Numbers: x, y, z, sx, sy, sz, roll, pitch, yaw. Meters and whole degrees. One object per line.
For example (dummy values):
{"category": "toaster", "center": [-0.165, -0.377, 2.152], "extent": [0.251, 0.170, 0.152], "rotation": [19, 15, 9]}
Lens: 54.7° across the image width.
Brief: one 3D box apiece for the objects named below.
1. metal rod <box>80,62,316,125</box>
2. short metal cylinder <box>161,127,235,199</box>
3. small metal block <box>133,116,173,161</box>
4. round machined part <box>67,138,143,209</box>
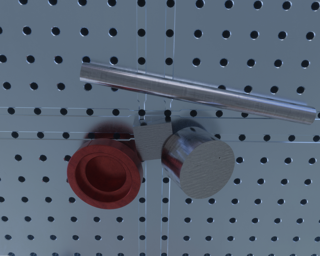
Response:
{"category": "metal rod", "center": [0.051, -0.043, 0.398], "extent": [0.302, 0.025, 0.025], "rotation": [10, 110, -5]}
{"category": "short metal cylinder", "center": [0.049, 0.044, 0.401], "extent": [0.081, 0.050, 0.079], "rotation": [-10, 114, -24]}
{"category": "small metal block", "center": [-0.007, 0.015, 0.419], "extent": [0.050, 0.025, 0.050], "rotation": [-7, 110, 2]}
{"category": "round machined part", "center": [-0.071, 0.058, 0.420], "extent": [0.099, 0.042, 0.097], "rotation": [3, 113, 7]}
